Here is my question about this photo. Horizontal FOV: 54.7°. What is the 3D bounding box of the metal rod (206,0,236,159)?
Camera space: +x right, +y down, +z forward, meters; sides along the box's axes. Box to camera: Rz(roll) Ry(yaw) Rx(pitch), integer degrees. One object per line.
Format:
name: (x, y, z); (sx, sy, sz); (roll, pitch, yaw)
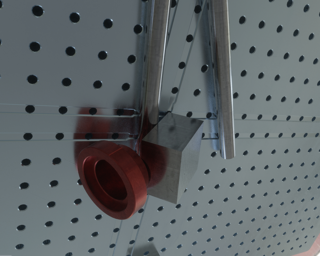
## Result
metal rod: (0.083, -0.076, 0.411); (0.025, 0.025, 0.298); (-24, 127, -14)

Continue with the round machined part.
round machined part: (-0.053, 0.059, 0.380); (0.042, 0.098, 0.097); (-31, 135, -44)

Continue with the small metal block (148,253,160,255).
small metal block: (-0.023, 0.260, 0.562); (0.050, 0.025, 0.050); (-8, 122, -25)

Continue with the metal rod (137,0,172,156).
metal rod: (-0.008, -0.067, 0.366); (0.025, 0.025, 0.298); (-8, 122, -25)

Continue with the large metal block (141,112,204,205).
large metal block: (0.016, 0.036, 0.402); (0.080, 0.050, 0.079); (-47, 147, -53)
